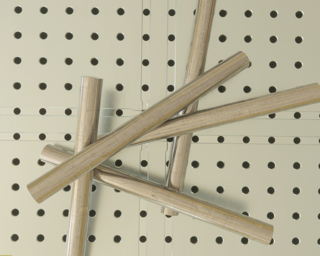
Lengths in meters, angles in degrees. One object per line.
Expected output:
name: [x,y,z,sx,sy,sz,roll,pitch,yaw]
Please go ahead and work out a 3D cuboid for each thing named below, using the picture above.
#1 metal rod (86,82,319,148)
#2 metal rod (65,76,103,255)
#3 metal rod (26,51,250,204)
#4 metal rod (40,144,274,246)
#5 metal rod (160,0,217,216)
metal rod: [0.044,-0.008,0.386,0.301,0.025,0.025,-13,90,5]
metal rod: [-0.099,0.087,0.384,0.025,0.025,0.298,8,101,0]
metal rod: [-0.014,-0.009,0.369,0.301,0.025,0.025,-33,90,-14]
metal rod: [-0.011,0.080,0.391,0.301,0.025,0.025,19,90,8]
metal rod: [0.039,-0.034,0.413,0.025,0.025,0.299,10,90,0]
